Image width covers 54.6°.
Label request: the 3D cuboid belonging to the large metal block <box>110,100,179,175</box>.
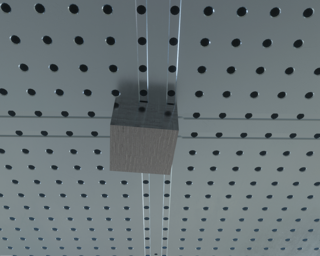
[{"bbox_3d":[-0.022,0.014,0.406,0.080,0.050,0.080,5,130,-4],"label":"large metal block"}]
